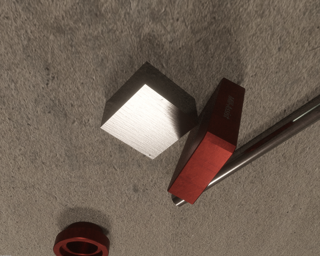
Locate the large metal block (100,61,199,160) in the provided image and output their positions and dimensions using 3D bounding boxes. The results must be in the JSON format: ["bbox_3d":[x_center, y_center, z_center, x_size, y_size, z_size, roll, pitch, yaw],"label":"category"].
[{"bbox_3d":[-0.012,-0.019,0.375,0.080,0.050,0.080,34,122,-26],"label":"large metal block"}]

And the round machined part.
[{"bbox_3d":[-0.142,0.210,0.573,0.099,0.042,0.097,-1,130,0],"label":"round machined part"}]

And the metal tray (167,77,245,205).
[{"bbox_3d":[0.054,0.010,0.345,0.030,0.130,0.089,28,127,0],"label":"metal tray"}]

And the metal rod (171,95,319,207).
[{"bbox_3d":[0.129,0.033,0.437,0.025,0.025,0.299,35,122,-26],"label":"metal rod"}]
